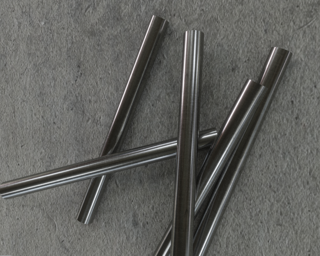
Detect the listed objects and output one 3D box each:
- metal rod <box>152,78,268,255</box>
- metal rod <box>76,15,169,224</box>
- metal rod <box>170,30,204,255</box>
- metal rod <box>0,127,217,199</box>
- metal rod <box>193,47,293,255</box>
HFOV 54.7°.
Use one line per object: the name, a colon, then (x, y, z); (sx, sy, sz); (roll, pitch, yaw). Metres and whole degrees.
metal rod: (0.045, 0.081, 0.378); (0.025, 0.025, 0.298); (30, 105, 17)
metal rod: (-0.054, -0.006, 0.428); (0.025, 0.025, 0.298); (24, 98, 18)
metal rod: (0.031, 0.034, 0.363); (0.025, 0.025, 0.298); (2, 84, 20)
metal rod: (-0.072, 0.049, 0.408); (0.301, 0.025, 0.025); (-15, 85, 9)
metal rod: (0.088, 0.049, 0.377); (0.025, 0.025, 0.298); (23, 98, 18)
